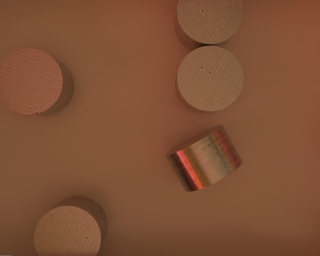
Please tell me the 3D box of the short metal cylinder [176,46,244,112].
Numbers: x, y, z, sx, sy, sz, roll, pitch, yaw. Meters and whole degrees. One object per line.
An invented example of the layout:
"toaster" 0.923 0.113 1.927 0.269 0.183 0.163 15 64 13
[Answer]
"short metal cylinder" 0.061 -0.060 0.400 0.081 0.050 0.079 0 90 -1

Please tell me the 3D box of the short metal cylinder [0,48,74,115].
"short metal cylinder" -0.157 -0.056 0.397 0.081 0.050 0.079 0 90 -1

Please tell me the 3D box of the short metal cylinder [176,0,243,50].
"short metal cylinder" 0.061 -0.142 0.400 0.081 0.050 0.079 0 90 -1

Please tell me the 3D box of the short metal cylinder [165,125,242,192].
"short metal cylinder" 0.054 0.037 0.385 0.080 0.080 0.050 -28 90 0

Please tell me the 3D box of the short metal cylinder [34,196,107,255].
"short metal cylinder" -0.112 0.133 0.398 0.081 0.050 0.079 0 90 -1
